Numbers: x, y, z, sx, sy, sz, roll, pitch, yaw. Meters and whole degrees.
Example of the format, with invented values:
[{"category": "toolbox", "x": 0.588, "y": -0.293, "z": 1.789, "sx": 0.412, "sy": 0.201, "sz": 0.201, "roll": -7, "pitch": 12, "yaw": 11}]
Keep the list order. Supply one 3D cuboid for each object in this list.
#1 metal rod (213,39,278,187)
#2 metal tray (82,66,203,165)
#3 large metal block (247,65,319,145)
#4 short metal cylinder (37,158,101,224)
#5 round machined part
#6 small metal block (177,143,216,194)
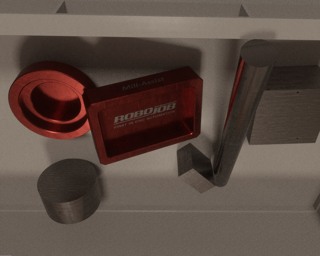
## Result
[{"category": "metal rod", "x": 0.081, "y": 0.014, "z": 0.347, "sx": 0.025, "sy": 0.025, "sz": 0.299, "roll": -4, "pitch": 154, "yaw": 3}, {"category": "metal tray", "x": -0.016, "y": -0.014, "z": 0.364, "sx": 0.131, "sy": 0.030, "sz": 0.089, "roll": -16, "pitch": 132, "yaw": -15}, {"category": "large metal block", "x": 0.148, "y": -0.027, "z": 0.372, "sx": 0.081, "sy": 0.050, "sz": 0.079, "roll": -2, "pitch": 130, "yaw": 1}, {"category": "short metal cylinder", "x": -0.129, "y": 0.090, "z": 0.448, "sx": 0.081, "sy": 0.080, "sz": 0.050, "roll": 0, "pitch": 130, "yaw": 0}, {"category": "round machined part", "x": -0.120, "y": -0.036, "z": 0.366, "sx": 0.099, "sy": 0.042, "sz": 0.097, "roll": 0, "pitch": 130, "yaw": 0}, {"category": "small metal block", "x": 0.051, "y": 0.057, "z": 0.442, "sx": 0.025, "sy": 0.050, "sz": 0.050, "roll": -35, "pitch": 122, "yaw": 26}]
